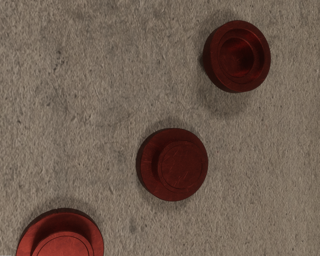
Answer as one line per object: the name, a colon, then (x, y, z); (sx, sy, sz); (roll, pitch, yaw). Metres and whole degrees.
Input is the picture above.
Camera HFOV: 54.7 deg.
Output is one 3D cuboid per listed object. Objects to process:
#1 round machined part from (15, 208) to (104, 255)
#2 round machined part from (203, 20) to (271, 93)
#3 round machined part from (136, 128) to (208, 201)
round machined part: (-0.114, 0.146, 0.359); (0.099, 0.042, 0.097); (0, 90, -21)
round machined part: (0.104, -0.098, 0.440); (0.099, 0.042, 0.097); (0, 90, -21)
round machined part: (0.021, 0.049, 0.409); (0.099, 0.042, 0.097); (0, 90, -21)
